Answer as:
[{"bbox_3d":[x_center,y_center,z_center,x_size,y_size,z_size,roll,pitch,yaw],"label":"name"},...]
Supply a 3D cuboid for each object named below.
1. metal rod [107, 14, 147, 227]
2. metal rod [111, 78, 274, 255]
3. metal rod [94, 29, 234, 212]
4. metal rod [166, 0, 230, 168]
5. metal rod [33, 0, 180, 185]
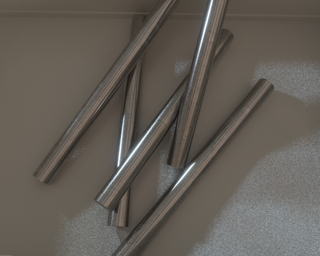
[{"bbox_3d":[-0.040,-0.024,0.417,0.025,0.025,0.299,4,70,1],"label":"metal rod"},{"bbox_3d":[0.051,0.047,0.393,0.025,0.025,0.301,39,74,12],"label":"metal rod"},{"bbox_3d":[0.017,-0.025,0.403,0.025,0.025,0.301,31,67,10],"label":"metal rod"},{"bbox_3d":[0.056,-0.096,0.377,0.025,0.025,0.298,15,97,5],"label":"metal rod"},{"bbox_3d":[-0.065,-0.059,0.409,0.025,0.025,0.300,32,80,10],"label":"metal rod"}]
